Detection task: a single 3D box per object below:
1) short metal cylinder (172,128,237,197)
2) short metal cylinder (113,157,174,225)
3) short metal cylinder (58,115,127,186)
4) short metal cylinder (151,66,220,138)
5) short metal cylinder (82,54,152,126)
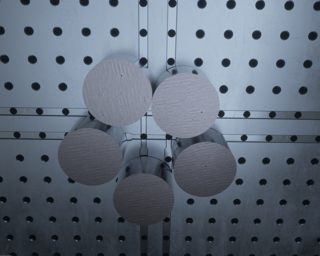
[{"bbox_3d":[0.057,0.045,0.416,0.081,0.050,0.079,0,112,0],"label":"short metal cylinder"},{"bbox_3d":[-0.021,0.086,0.430,0.081,0.050,0.079,0,110,0],"label":"short metal cylinder"},{"bbox_3d":[-0.087,0.029,0.409,0.081,0.050,0.079,0,111,0],"label":"short metal cylinder"},{"bbox_3d":[0.030,-0.034,0.387,0.081,0.050,0.079,0,110,0],"label":"short metal cylinder"},{"bbox_3d":[-0.049,-0.048,0.381,0.081,0.050,0.079,0,110,-1],"label":"short metal cylinder"}]
